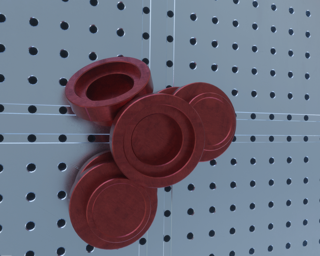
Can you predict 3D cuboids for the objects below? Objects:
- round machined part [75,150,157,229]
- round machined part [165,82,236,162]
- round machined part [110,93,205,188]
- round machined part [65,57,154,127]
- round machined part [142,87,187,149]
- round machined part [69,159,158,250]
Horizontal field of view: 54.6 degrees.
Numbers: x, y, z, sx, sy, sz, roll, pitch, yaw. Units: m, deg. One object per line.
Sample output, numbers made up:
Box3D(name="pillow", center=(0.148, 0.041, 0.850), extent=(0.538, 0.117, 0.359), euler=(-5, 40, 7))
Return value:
Box3D(name="round machined part", center=(-0.049, 0.075, 0.363), extent=(0.099, 0.042, 0.097), euler=(0, 90, -20))
Box3D(name="round machined part", center=(0.051, -0.007, 0.376), extent=(0.099, 0.042, 0.097), euler=(0, 89, -20))
Box3D(name="round machined part", center=(-0.005, 0.011, 0.333), extent=(0.099, 0.042, 0.097), euler=(-3, 99, -17))
Box3D(name="round machined part", center=(-0.056, -0.039, 0.362), extent=(0.099, 0.098, 0.042), euler=(-29, 135, -18))
Box3D(name="round machined part", center=(0.023, -0.003, 0.390), extent=(0.099, 0.042, 0.097), euler=(0, 90, -20))
Box3D(name="round machined part", center=(-0.048, 0.085, 0.340), extent=(0.099, 0.042, 0.097), euler=(0, 90, -20))
